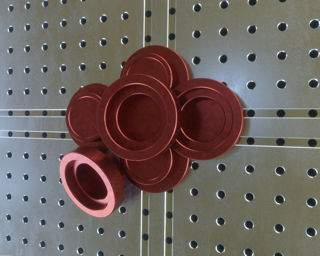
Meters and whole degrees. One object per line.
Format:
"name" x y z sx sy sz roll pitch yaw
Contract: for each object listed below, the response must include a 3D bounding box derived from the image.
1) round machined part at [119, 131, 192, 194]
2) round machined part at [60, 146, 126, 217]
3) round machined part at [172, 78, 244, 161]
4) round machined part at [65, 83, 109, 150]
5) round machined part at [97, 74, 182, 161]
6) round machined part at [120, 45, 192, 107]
"round machined part" -0.010 0.038 0.407 0.098 0.042 0.097 0 90 20
"round machined part" -0.085 0.068 0.420 0.098 0.042 0.097 15 120 28
"round machined part" 0.054 -0.010 0.384 0.098 0.042 0.097 0 90 20
"round machined part" -0.092 -0.014 0.437 0.098 0.042 0.097 0 90 20
"round machined part" -0.021 -0.012 0.366 0.098 0.042 0.097 0 90 20
"round machined part" -0.010 -0.060 0.408 0.098 0.042 0.097 0 90 20
